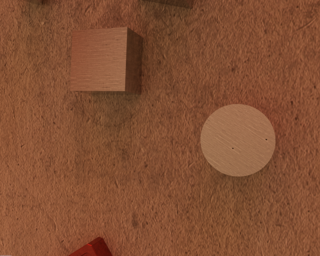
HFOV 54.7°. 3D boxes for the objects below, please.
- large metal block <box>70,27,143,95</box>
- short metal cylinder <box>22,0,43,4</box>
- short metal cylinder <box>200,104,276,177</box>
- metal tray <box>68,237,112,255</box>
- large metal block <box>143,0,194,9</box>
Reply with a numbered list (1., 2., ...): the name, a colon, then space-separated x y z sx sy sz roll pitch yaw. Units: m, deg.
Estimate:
1. large metal block: -0.071 -0.087 0.421 0.080 0.050 0.079 3 91 20
2. short metal cylinder: -0.208 -0.222 0.453 0.080 0.080 0.050 21 97 19
3. short metal cylinder: 0.093 0.013 0.363 0.080 0.050 0.080 0 90 20
4. metal tray: -0.118 0.229 0.447 0.130 0.030 0.090 -35 79 16
5. large metal block: 0.008 -0.206 0.393 0.080 0.050 0.080 18 96 19
